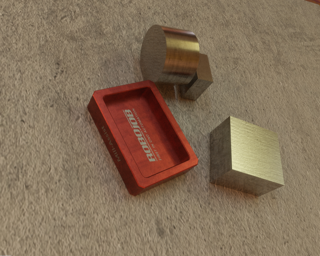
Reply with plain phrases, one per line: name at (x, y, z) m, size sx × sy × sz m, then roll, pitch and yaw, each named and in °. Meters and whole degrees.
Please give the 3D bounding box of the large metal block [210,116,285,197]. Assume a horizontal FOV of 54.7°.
large metal block at (0.117, 0.040, 0.426) m, size 0.081 × 0.050 × 0.080 m, roll 18°, pitch 55°, yaw -18°

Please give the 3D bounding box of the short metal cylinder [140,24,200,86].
short metal cylinder at (0.012, -0.100, 0.436) m, size 0.050 × 0.080 × 0.080 m, roll 0°, pitch 62°, yaw -28°

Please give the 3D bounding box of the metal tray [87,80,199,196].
metal tray at (-0.021, 0.007, 0.384) m, size 0.091 × 0.030 × 0.130 m, roll -18°, pitch 71°, yaw -35°

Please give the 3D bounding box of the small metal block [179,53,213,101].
small metal block at (0.051, -0.076, 0.462) m, size 0.025 × 0.050 × 0.050 m, roll 8°, pitch 58°, yaw -24°
